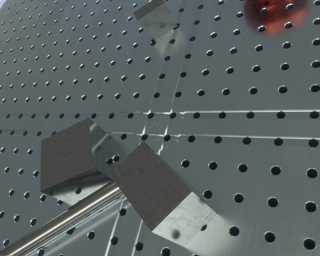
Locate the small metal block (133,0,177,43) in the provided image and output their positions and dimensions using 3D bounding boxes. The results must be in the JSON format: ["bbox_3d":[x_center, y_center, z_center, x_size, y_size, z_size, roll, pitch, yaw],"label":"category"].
[{"bbox_3d":[-0.007,-0.177,0.505,0.050,0.050,0.025,-32,52,8],"label":"small metal block"}]

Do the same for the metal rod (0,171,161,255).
[{"bbox_3d":[-0.129,0.125,0.399,0.300,0.025,0.025,-32,52,6],"label":"metal rod"}]

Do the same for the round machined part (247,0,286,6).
[{"bbox_3d":[0.160,-0.216,0.446,0.098,0.042,0.098,-13,56,21],"label":"round machined part"}]

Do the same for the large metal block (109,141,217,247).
[{"bbox_3d":[0.005,0.070,0.327,0.050,0.080,0.080,-45,51,-2],"label":"large metal block"}]

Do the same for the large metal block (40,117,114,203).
[{"bbox_3d":[-0.113,0.045,0.425,0.080,0.050,0.080,-25,53,13],"label":"large metal block"}]
